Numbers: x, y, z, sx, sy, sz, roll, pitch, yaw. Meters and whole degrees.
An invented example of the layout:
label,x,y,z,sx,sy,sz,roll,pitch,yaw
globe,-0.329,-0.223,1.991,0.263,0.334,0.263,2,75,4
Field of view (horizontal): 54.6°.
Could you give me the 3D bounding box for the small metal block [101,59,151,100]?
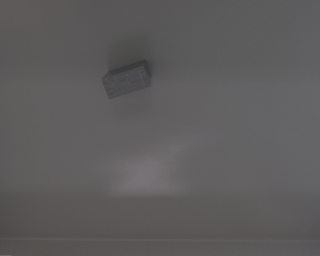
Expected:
label,x,y,z,sx,sy,sz,roll,pitch,yaw
small metal block,-0.039,-0.060,0.376,0.050,0.050,0.025,-17,109,6
